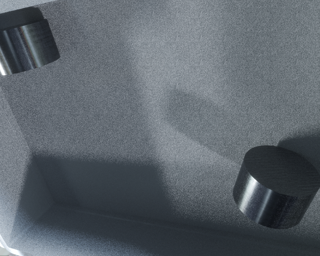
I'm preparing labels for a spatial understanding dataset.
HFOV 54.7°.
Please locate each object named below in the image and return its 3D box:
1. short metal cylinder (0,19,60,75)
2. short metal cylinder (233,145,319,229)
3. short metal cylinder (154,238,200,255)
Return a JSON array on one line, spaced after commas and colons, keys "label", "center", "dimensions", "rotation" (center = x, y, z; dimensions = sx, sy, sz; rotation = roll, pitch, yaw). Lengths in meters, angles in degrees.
[{"label": "short metal cylinder", "center": [-0.178, -0.106, 0.401], "dimensions": [0.080, 0.080, 0.050], "rotation": [1, 119, 28]}, {"label": "short metal cylinder", "center": [0.127, 0.064, 0.345], "dimensions": [0.080, 0.080, 0.050], "rotation": [20, 126, 17]}, {"label": "short metal cylinder", "center": [0.026, 0.237, 0.528], "dimensions": [0.080, 0.050, 0.079], "rotation": [13, 124, 21]}]
